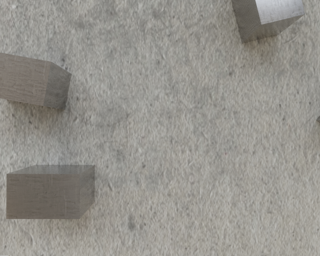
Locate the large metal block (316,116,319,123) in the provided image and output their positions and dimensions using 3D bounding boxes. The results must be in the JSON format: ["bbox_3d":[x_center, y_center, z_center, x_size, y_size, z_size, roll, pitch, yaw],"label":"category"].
[{"bbox_3d":[0.271,-0.018,0.401,0.080,0.050,0.080,37,90,-1],"label":"large metal block"}]

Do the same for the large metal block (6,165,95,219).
[{"bbox_3d":[-0.129,0.075,0.381,0.081,0.080,0.050,0,90,-1],"label":"large metal block"}]

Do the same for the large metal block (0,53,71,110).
[{"bbox_3d":[-0.164,-0.056,0.380,0.080,0.080,0.050,10,90,-1],"label":"large metal block"}]

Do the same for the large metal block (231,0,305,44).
[{"bbox_3d":[0.127,-0.160,0.384,0.050,0.080,0.080,-14,90,0],"label":"large metal block"}]
